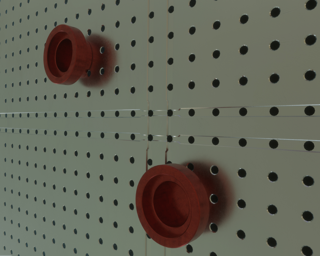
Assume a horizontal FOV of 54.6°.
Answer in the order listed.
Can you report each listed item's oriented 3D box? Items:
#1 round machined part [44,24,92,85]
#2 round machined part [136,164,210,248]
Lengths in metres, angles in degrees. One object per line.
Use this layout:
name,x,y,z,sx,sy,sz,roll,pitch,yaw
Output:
round machined part,-0.153,-0.121,0.526,0.098,0.042,0.097,0,90,40
round machined part,0.019,0.093,0.383,0.098,0.042,0.097,0,90,40
